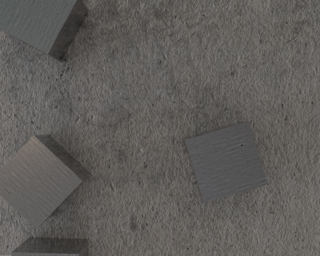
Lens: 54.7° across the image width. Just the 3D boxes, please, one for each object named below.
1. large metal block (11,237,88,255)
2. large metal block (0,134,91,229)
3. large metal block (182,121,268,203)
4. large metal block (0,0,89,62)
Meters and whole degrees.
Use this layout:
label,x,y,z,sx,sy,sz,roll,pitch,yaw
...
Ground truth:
label,x,y,z,sx,sy,sz,roll,pitch,yaw
large metal block,-0.139,0.190,0.396,0.081,0.050,0.080,2,90,0
large metal block,-0.150,0.065,0.396,0.080,0.050,0.080,44,90,0
large metal block,0.080,0.041,0.398,0.080,0.050,0.080,-17,90,0
large metal block,-0.151,-0.143,0.396,0.080,0.050,0.080,28,90,0
